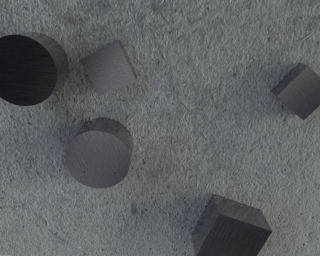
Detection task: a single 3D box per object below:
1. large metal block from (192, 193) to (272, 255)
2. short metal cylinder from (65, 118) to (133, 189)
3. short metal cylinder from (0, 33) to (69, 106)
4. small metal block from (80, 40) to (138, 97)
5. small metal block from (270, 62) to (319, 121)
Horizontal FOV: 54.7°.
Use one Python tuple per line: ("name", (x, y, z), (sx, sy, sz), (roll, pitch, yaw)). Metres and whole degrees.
("large metal block", (0.102, 0.154, 0.455), (0.080, 0.050, 0.079), (20, 109, -8))
("short metal cylinder", (-0.077, 0.032, 0.407), (0.081, 0.050, 0.079), (0, 110, -1))
("short metal cylinder", (-0.156, -0.071, 0.368), (0.081, 0.050, 0.079), (0, 110, -1))
("small metal block", (-0.062, -0.074, 0.382), (0.050, 0.025, 0.050), (-23, 109, 7))
("small metal block", (0.181, -0.046, 0.395), (0.050, 0.025, 0.050), (39, 105, -14))
